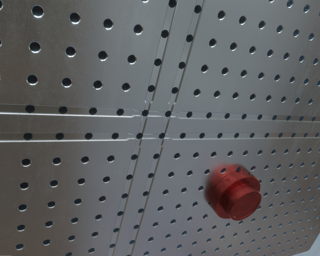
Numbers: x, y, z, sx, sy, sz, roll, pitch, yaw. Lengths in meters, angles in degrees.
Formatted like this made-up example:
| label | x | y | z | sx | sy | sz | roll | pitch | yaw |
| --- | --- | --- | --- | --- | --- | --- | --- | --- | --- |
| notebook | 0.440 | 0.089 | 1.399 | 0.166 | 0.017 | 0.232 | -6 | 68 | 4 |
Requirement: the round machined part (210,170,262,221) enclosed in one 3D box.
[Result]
| label | x | y | z | sx | sy | sz | roll | pitch | yaw |
| --- | --- | --- | --- | --- | --- | --- | --- | --- | --- |
| round machined part | 0.143 | 0.128 | 0.561 | 0.099 | 0.042 | 0.097 | -14 | 125 | -21 |
